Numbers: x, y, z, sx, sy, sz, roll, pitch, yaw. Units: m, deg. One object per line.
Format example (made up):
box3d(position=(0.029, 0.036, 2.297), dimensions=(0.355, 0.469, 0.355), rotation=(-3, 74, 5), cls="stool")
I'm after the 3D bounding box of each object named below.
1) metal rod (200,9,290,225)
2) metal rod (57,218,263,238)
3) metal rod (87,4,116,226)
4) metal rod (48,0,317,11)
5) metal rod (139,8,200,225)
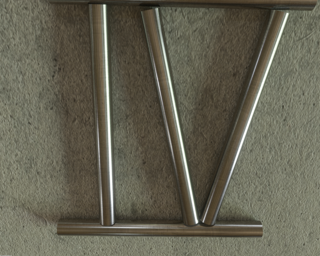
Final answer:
box3d(position=(0.105, 0.000, 0.412), dimensions=(0.025, 0.025, 0.298), rotation=(12, 109, -5), cls="metal rod")
box3d(position=(0.001, 0.151, 0.466), dimensions=(0.302, 0.025, 0.025), rotation=(1, 110, -1), cls="metal rod")
box3d(position=(-0.074, -0.003, 0.408), dimensions=(0.025, 0.025, 0.298), rotation=(1, 110, -1), cls="metal rod")
box3d(position=(0.026, -0.152, 0.355), dimensions=(0.302, 0.025, 0.025), rotation=(1, 110, -1), cls="metal rod")
box3d(position=(0.017, 0.000, 0.410), dimensions=(0.025, 0.025, 0.298), rotation=(-11, 110, 3), cls="metal rod")
